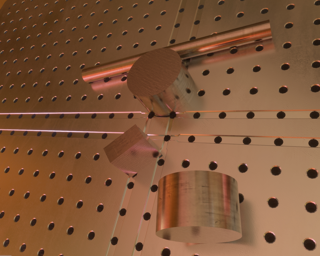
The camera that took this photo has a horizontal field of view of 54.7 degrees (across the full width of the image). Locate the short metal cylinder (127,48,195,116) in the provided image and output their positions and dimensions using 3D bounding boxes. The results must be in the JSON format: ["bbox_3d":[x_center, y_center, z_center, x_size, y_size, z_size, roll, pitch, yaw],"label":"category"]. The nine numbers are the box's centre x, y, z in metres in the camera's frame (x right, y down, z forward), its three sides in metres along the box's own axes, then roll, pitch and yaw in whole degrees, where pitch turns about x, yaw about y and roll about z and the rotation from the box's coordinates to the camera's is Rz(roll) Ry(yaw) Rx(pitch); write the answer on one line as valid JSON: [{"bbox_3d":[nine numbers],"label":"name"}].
[{"bbox_3d":[0.002,-0.063,0.430,0.080,0.050,0.080,-13,56,21],"label":"short metal cylinder"}]

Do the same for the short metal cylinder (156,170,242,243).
[{"bbox_3d":[0.037,0.080,0.304,0.080,0.080,0.050,-11,57,22],"label":"short metal cylinder"}]

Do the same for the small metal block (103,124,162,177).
[{"bbox_3d":[-0.034,0.030,0.392,0.050,0.050,0.025,-37,51,3],"label":"small metal block"}]

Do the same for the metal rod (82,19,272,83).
[{"bbox_3d":[0.011,-0.111,0.470,0.300,0.025,0.025,-9,58,23],"label":"metal rod"}]
